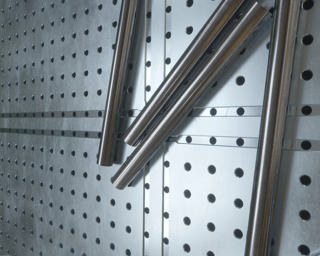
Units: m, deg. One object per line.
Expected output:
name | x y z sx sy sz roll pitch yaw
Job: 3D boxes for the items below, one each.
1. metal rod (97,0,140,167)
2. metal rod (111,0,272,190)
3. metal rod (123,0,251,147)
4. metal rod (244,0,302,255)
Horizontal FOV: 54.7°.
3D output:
metal rod | -0.058 -0.090 0.454 0.025 0.025 0.298 17 101 38
metal rod | 0.023 -0.022 0.388 0.298 0.025 0.025 -51 61 27
metal rod | 0.041 -0.087 0.373 0.298 0.025 0.025 -51 60 27
metal rod | 0.114 0.002 0.314 0.025 0.025 0.298 9 96 39
